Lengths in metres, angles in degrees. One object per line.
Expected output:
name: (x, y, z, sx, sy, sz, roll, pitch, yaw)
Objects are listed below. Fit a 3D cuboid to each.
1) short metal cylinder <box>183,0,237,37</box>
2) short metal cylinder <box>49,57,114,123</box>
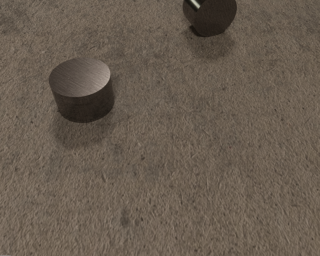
short metal cylinder: (0.087, -0.210, 0.545, 0.081, 0.080, 0.050, -16, 52, -13)
short metal cylinder: (-0.107, -0.053, 0.430, 0.081, 0.050, 0.080, 0, 50, 0)
